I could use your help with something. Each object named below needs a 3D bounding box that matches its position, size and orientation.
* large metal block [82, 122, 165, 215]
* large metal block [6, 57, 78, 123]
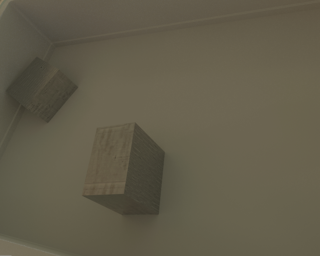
[{"bbox_3d":[-0.037,0.050,0.358,0.050,0.080,0.080,-8,58,24],"label":"large metal block"},{"bbox_3d":[-0.204,-0.067,0.535,0.080,0.050,0.080,30,78,37],"label":"large metal block"}]
